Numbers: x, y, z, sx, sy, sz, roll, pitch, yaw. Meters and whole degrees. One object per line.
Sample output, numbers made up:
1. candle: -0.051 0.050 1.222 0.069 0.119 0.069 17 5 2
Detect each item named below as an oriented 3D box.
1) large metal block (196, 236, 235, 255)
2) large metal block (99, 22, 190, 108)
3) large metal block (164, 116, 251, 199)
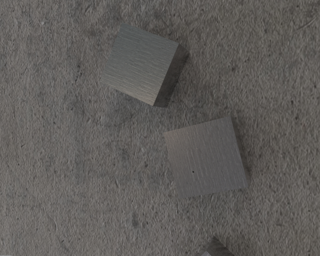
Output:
1. large metal block: 0.065 0.195 0.373 0.080 0.050 0.080 43 103 15
2. large metal block: -0.019 -0.079 0.402 0.080 0.050 0.080 25 98 18
3. large metal block: 0.059 0.035 0.375 0.080 0.050 0.080 -15 85 19
